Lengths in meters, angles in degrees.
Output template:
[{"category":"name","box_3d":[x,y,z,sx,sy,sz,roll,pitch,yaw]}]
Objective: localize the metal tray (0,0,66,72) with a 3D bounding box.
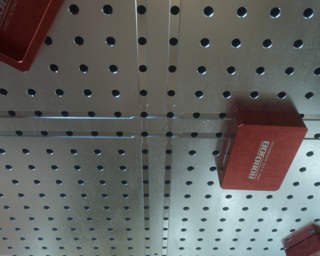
[{"category":"metal tray","box_3d":[-0.145,-0.127,0.298,0.090,0.030,0.129,28,125,-22]}]

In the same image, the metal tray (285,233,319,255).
[{"category":"metal tray","box_3d":[0.339,0.267,0.637,0.131,0.030,0.090,25,126,-20]}]

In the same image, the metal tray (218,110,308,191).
[{"category":"metal tray","box_3d":[0.139,0.036,0.440,0.091,0.030,0.129,3,130,-3]}]
